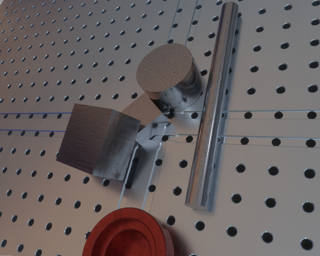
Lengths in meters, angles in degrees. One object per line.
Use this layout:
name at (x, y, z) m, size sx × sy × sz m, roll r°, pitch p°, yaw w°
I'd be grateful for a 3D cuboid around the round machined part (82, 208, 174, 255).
round machined part at (-0.030, 0.138, 0.327) m, size 0.098 × 0.042 × 0.098 m, roll -13°, pitch 56°, yaw 20°

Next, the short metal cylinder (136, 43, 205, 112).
short metal cylinder at (0.015, -0.069, 0.425) m, size 0.080 × 0.050 × 0.080 m, roll -13°, pitch 56°, yaw 21°

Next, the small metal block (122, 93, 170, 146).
small metal block at (-0.023, -0.013, 0.427) m, size 0.050 × 0.025 × 0.050 m, roll -40°, pitch 51°, yaw 1°

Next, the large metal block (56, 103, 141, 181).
large metal block at (-0.080, 0.017, 0.403) m, size 0.080 × 0.050 × 0.080 m, roll 11°, pitch 81°, yaw 41°

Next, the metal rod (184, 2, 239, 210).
metal rod at (0.072, -0.047, 0.398) m, size 0.025 × 0.025 × 0.300 m, roll 0°, pitch 61°, yaw 28°
